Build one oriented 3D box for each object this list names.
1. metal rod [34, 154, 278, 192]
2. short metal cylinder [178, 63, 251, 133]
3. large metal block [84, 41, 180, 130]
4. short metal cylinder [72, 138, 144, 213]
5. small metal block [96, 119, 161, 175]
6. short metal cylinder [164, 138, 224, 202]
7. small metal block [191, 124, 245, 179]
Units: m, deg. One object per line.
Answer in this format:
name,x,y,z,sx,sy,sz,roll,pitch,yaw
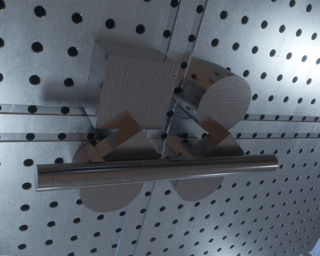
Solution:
metal rod,0.020,0.047,0.353,0.303,0.025,0.025,1,118,-29
short metal cylinder,0.072,-0.040,0.409,0.081,0.050,0.079,-14,124,-21
large metal block,-0.034,-0.045,0.348,0.081,0.050,0.079,1,118,-29
short metal cylinder,-0.067,0.060,0.394,0.081,0.050,0.079,-14,124,-21
small metal block,-0.034,0.027,0.344,0.050,0.025,0.050,-35,129,-6
short metal cylinder,0.050,0.062,0.460,0.081,0.050,0.079,-14,124,-21
small metal block,0.077,0.031,0.408,0.050,0.025,0.050,-42,130,1
